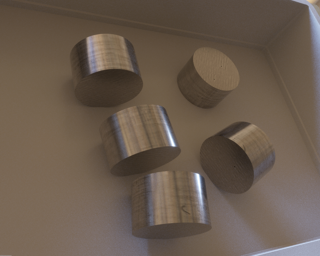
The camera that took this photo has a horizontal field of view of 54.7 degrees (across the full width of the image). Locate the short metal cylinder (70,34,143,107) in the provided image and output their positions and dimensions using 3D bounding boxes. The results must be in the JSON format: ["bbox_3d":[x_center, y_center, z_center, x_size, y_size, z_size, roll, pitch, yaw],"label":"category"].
[{"bbox_3d":[-0.065,-0.067,0.376,0.081,0.080,0.050,-1,62,-29],"label":"short metal cylinder"}]

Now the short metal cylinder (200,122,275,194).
[{"bbox_3d":[0.099,0.038,0.401,0.050,0.080,0.080,-27,77,-37],"label":"short metal cylinder"}]

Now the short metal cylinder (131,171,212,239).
[{"bbox_3d":[0.010,0.083,0.325,0.081,0.080,0.050,9,58,-23],"label":"short metal cylinder"}]

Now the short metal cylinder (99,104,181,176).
[{"bbox_3d":[-0.023,0.016,0.349,0.081,0.080,0.050,-6,65,-31],"label":"short metal cylinder"}]

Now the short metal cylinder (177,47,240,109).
[{"bbox_3d":[0.073,-0.077,0.476,0.081,0.050,0.080,14,56,-21],"label":"short metal cylinder"}]
